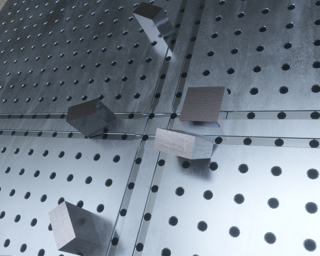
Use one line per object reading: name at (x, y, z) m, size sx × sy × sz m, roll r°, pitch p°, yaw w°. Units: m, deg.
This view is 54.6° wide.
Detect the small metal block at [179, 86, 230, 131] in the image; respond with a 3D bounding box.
small metal block at (0.057, -0.025, 0.394) m, size 0.050 × 0.025 × 0.050 m, roll 3°, pitch 63°, yaw 29°

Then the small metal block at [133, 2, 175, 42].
small metal block at (-0.009, -0.172, 0.504) m, size 0.050 × 0.050 × 0.025 m, roll 35°, pitch 82°, yaw 38°

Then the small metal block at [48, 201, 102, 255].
small metal block at (-0.102, 0.122, 0.372) m, size 0.025 × 0.050 × 0.050 m, roll -37°, pitch 51°, yaw 4°

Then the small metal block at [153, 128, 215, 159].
small metal block at (0.029, 0.018, 0.363) m, size 0.050 × 0.050 × 0.025 m, roll 12°, pitch 94°, yaw 33°

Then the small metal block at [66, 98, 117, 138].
small metal block at (-0.099, -0.013, 0.454) m, size 0.050 × 0.050 × 0.025 m, roll -14°, pitch 56°, yaw 20°
